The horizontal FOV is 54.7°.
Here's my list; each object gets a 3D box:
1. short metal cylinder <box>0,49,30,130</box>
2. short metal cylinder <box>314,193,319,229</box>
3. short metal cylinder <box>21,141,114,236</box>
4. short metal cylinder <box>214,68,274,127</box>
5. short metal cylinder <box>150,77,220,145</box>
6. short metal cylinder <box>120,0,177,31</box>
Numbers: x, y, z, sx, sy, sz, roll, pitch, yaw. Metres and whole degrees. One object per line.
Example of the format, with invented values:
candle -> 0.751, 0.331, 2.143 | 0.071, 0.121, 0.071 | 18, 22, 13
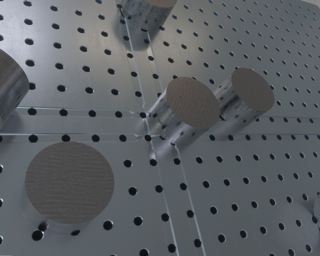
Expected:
short metal cylinder -> -0.178, -0.040, 0.301 | 0.080, 0.080, 0.050 | 27, 53, -12
short metal cylinder -> 0.273, 0.123, 0.445 | 0.050, 0.080, 0.080 | -1, 63, -29
short metal cylinder -> -0.092, 0.060, 0.306 | 0.081, 0.050, 0.080 | 14, 56, -21
short metal cylinder -> 0.132, -0.048, 0.493 | 0.081, 0.050, 0.080 | 14, 56, -21
short metal cylinder -> 0.034, -0.023, 0.424 | 0.081, 0.050, 0.080 | 14, 56, -21
short metal cylinder -> -0.019, -0.208, 0.509 | 0.081, 0.050, 0.080 | 14, 56, -21
